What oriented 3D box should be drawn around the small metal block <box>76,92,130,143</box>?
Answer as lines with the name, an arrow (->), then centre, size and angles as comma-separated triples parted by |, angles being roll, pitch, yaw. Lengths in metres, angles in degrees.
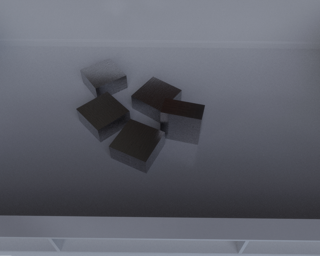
small metal block -> -0.075, -0.016, 0.418 | 0.050, 0.025, 0.050 | -34, 58, -26

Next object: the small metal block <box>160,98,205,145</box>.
small metal block -> 0.028, -0.008, 0.395 | 0.050, 0.050, 0.025 | 11, 51, 9

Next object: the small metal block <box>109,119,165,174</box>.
small metal block -> -0.027, 0.022, 0.387 | 0.050, 0.025, 0.050 | 21, 53, 17

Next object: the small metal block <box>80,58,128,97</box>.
small metal block -> -0.084, -0.074, 0.467 | 0.050, 0.025, 0.050 | -28, 56, -22

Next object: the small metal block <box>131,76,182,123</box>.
small metal block -> -0.004, -0.041, 0.439 | 0.050, 0.025, 0.050 | 29, 56, 22
